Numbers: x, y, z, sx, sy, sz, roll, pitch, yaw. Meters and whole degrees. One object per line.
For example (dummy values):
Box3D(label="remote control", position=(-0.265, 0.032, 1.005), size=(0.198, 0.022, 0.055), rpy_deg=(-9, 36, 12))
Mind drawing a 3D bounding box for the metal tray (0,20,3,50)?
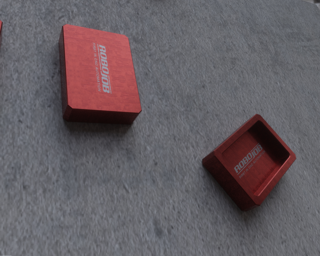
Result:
Box3D(label="metal tray", position=(-0.243, -0.088, 0.323), size=(0.131, 0.030, 0.090), rpy_deg=(7, 59, -25))

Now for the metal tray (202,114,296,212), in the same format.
Box3D(label="metal tray", position=(0.132, 0.045, 0.446), size=(0.131, 0.030, 0.090), rpy_deg=(-34, 81, -38))

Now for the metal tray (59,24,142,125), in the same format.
Box3D(label="metal tray", position=(-0.080, -0.069, 0.401), size=(0.091, 0.030, 0.130), rpy_deg=(3, 61, -27))
